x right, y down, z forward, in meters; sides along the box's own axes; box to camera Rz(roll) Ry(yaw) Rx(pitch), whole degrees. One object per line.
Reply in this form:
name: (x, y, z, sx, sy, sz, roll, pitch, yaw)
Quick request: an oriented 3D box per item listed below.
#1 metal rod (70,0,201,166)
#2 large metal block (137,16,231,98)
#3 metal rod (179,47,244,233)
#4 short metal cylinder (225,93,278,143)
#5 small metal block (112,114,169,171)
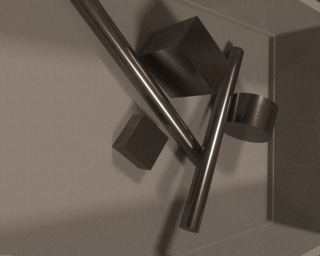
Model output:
metal rod: (-0.021, -0.059, 0.390, 0.025, 0.025, 0.300, -53, 121, -27)
large metal block: (0.029, -0.086, 0.397, 0.080, 0.080, 0.050, 45, 63, -31)
metal rod: (0.082, 0.000, 0.451, 0.025, 0.025, 0.300, 39, 58, -34)
short metal cylinder: (0.140, -0.015, 0.492, 0.080, 0.080, 0.050, 31, 71, -36)
small metal block: (-0.023, 0.018, 0.389, 0.050, 0.025, 0.050, 45, 63, -31)
